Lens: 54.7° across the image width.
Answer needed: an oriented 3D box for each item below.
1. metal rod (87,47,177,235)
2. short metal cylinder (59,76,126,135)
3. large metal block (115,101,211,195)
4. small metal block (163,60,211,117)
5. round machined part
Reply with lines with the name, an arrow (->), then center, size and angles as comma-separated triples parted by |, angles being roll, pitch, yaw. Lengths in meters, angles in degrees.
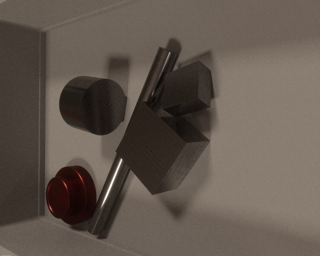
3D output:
metal rod -> -0.046, 0.031, 0.442 | 0.025, 0.025, 0.298 | 36, 112, 34
short metal cylinder -> -0.096, -0.033, 0.448 | 0.050, 0.081, 0.079 | 14, 99, 39
large metal block -> 0.001, 0.023, 0.388 | 0.080, 0.050, 0.080 | 45, 117, 30
small metal block -> 0.032, -0.045, 0.368 | 0.050, 0.025, 0.050 | -15, 59, 38
round machined part -> -0.155, 0.114, 0.521 | 0.098, 0.042, 0.097 | 0, 90, 39
